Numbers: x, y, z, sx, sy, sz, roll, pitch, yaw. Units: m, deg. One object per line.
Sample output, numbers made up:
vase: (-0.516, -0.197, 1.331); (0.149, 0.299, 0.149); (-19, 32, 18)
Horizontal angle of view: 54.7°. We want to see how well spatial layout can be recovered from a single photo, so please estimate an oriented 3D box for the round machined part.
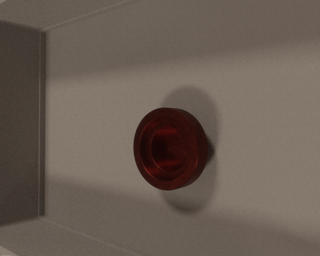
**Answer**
round machined part: (0.017, 0.024, 0.380); (0.098, 0.042, 0.097); (0, 90, 39)
